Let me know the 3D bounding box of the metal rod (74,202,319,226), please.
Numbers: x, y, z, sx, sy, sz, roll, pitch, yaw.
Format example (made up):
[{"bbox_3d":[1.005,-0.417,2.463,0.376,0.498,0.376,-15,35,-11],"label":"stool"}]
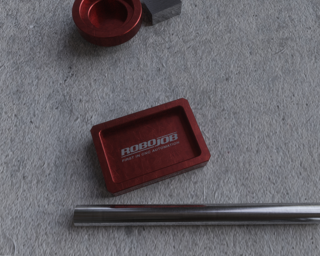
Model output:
[{"bbox_3d":[0.052,0.103,0.371,0.302,0.025,0.025,0,70,-1],"label":"metal rod"}]

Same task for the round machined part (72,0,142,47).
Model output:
[{"bbox_3d":[-0.075,-0.161,0.457,0.099,0.042,0.098,0,70,-1],"label":"round machined part"}]

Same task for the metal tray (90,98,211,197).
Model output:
[{"bbox_3d":[-0.013,0.023,0.396,0.131,0.030,0.090,-18,71,-7],"label":"metal tray"}]

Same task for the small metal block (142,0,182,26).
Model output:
[{"bbox_3d":[-0.001,-0.194,0.479,0.050,0.025,0.050,-26,72,-10],"label":"small metal block"}]
